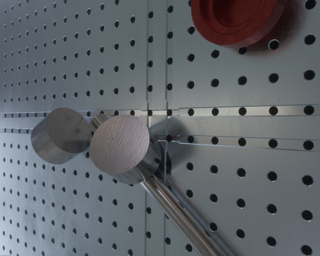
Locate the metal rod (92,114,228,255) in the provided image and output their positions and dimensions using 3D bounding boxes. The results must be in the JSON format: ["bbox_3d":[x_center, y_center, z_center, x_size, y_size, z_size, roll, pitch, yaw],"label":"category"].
[{"bbox_3d":[-0.005,0.079,0.413,0.300,0.025,0.025,45,117,30],"label":"metal rod"}]

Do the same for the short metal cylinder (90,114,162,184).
[{"bbox_3d":[-0.044,0.029,0.407,0.080,0.050,0.080,-7,63,15],"label":"short metal cylinder"}]

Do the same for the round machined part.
[{"bbox_3d":[0.085,-0.133,0.328,0.098,0.042,0.097,0,90,40],"label":"round machined part"}]

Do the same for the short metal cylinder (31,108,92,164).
[{"bbox_3d":[-0.160,0.013,0.506,0.050,0.081,0.080,-31,71,36],"label":"short metal cylinder"}]
